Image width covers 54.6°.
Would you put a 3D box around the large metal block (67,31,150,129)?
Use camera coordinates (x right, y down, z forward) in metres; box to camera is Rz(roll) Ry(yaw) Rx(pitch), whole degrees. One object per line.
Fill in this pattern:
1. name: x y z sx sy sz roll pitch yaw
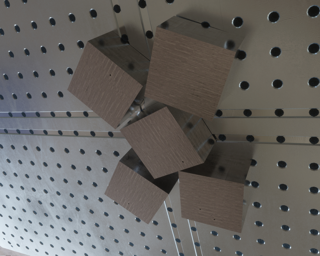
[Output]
1. large metal block: -0.058 -0.060 0.389 0.080 0.050 0.080 39 130 2

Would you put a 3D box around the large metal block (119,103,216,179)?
1. large metal block: 0.011 0.010 0.395 0.080 0.050 0.080 -25 105 37

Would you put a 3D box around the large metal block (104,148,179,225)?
1. large metal block: -0.026 0.082 0.458 0.080 0.050 0.080 33 129 7

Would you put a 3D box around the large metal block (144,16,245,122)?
1. large metal block: 0.035 -0.065 0.335 0.080 0.050 0.079 21 127 12

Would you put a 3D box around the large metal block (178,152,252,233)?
1. large metal block: 0.073 0.081 0.407 0.080 0.050 0.080 8 122 23
